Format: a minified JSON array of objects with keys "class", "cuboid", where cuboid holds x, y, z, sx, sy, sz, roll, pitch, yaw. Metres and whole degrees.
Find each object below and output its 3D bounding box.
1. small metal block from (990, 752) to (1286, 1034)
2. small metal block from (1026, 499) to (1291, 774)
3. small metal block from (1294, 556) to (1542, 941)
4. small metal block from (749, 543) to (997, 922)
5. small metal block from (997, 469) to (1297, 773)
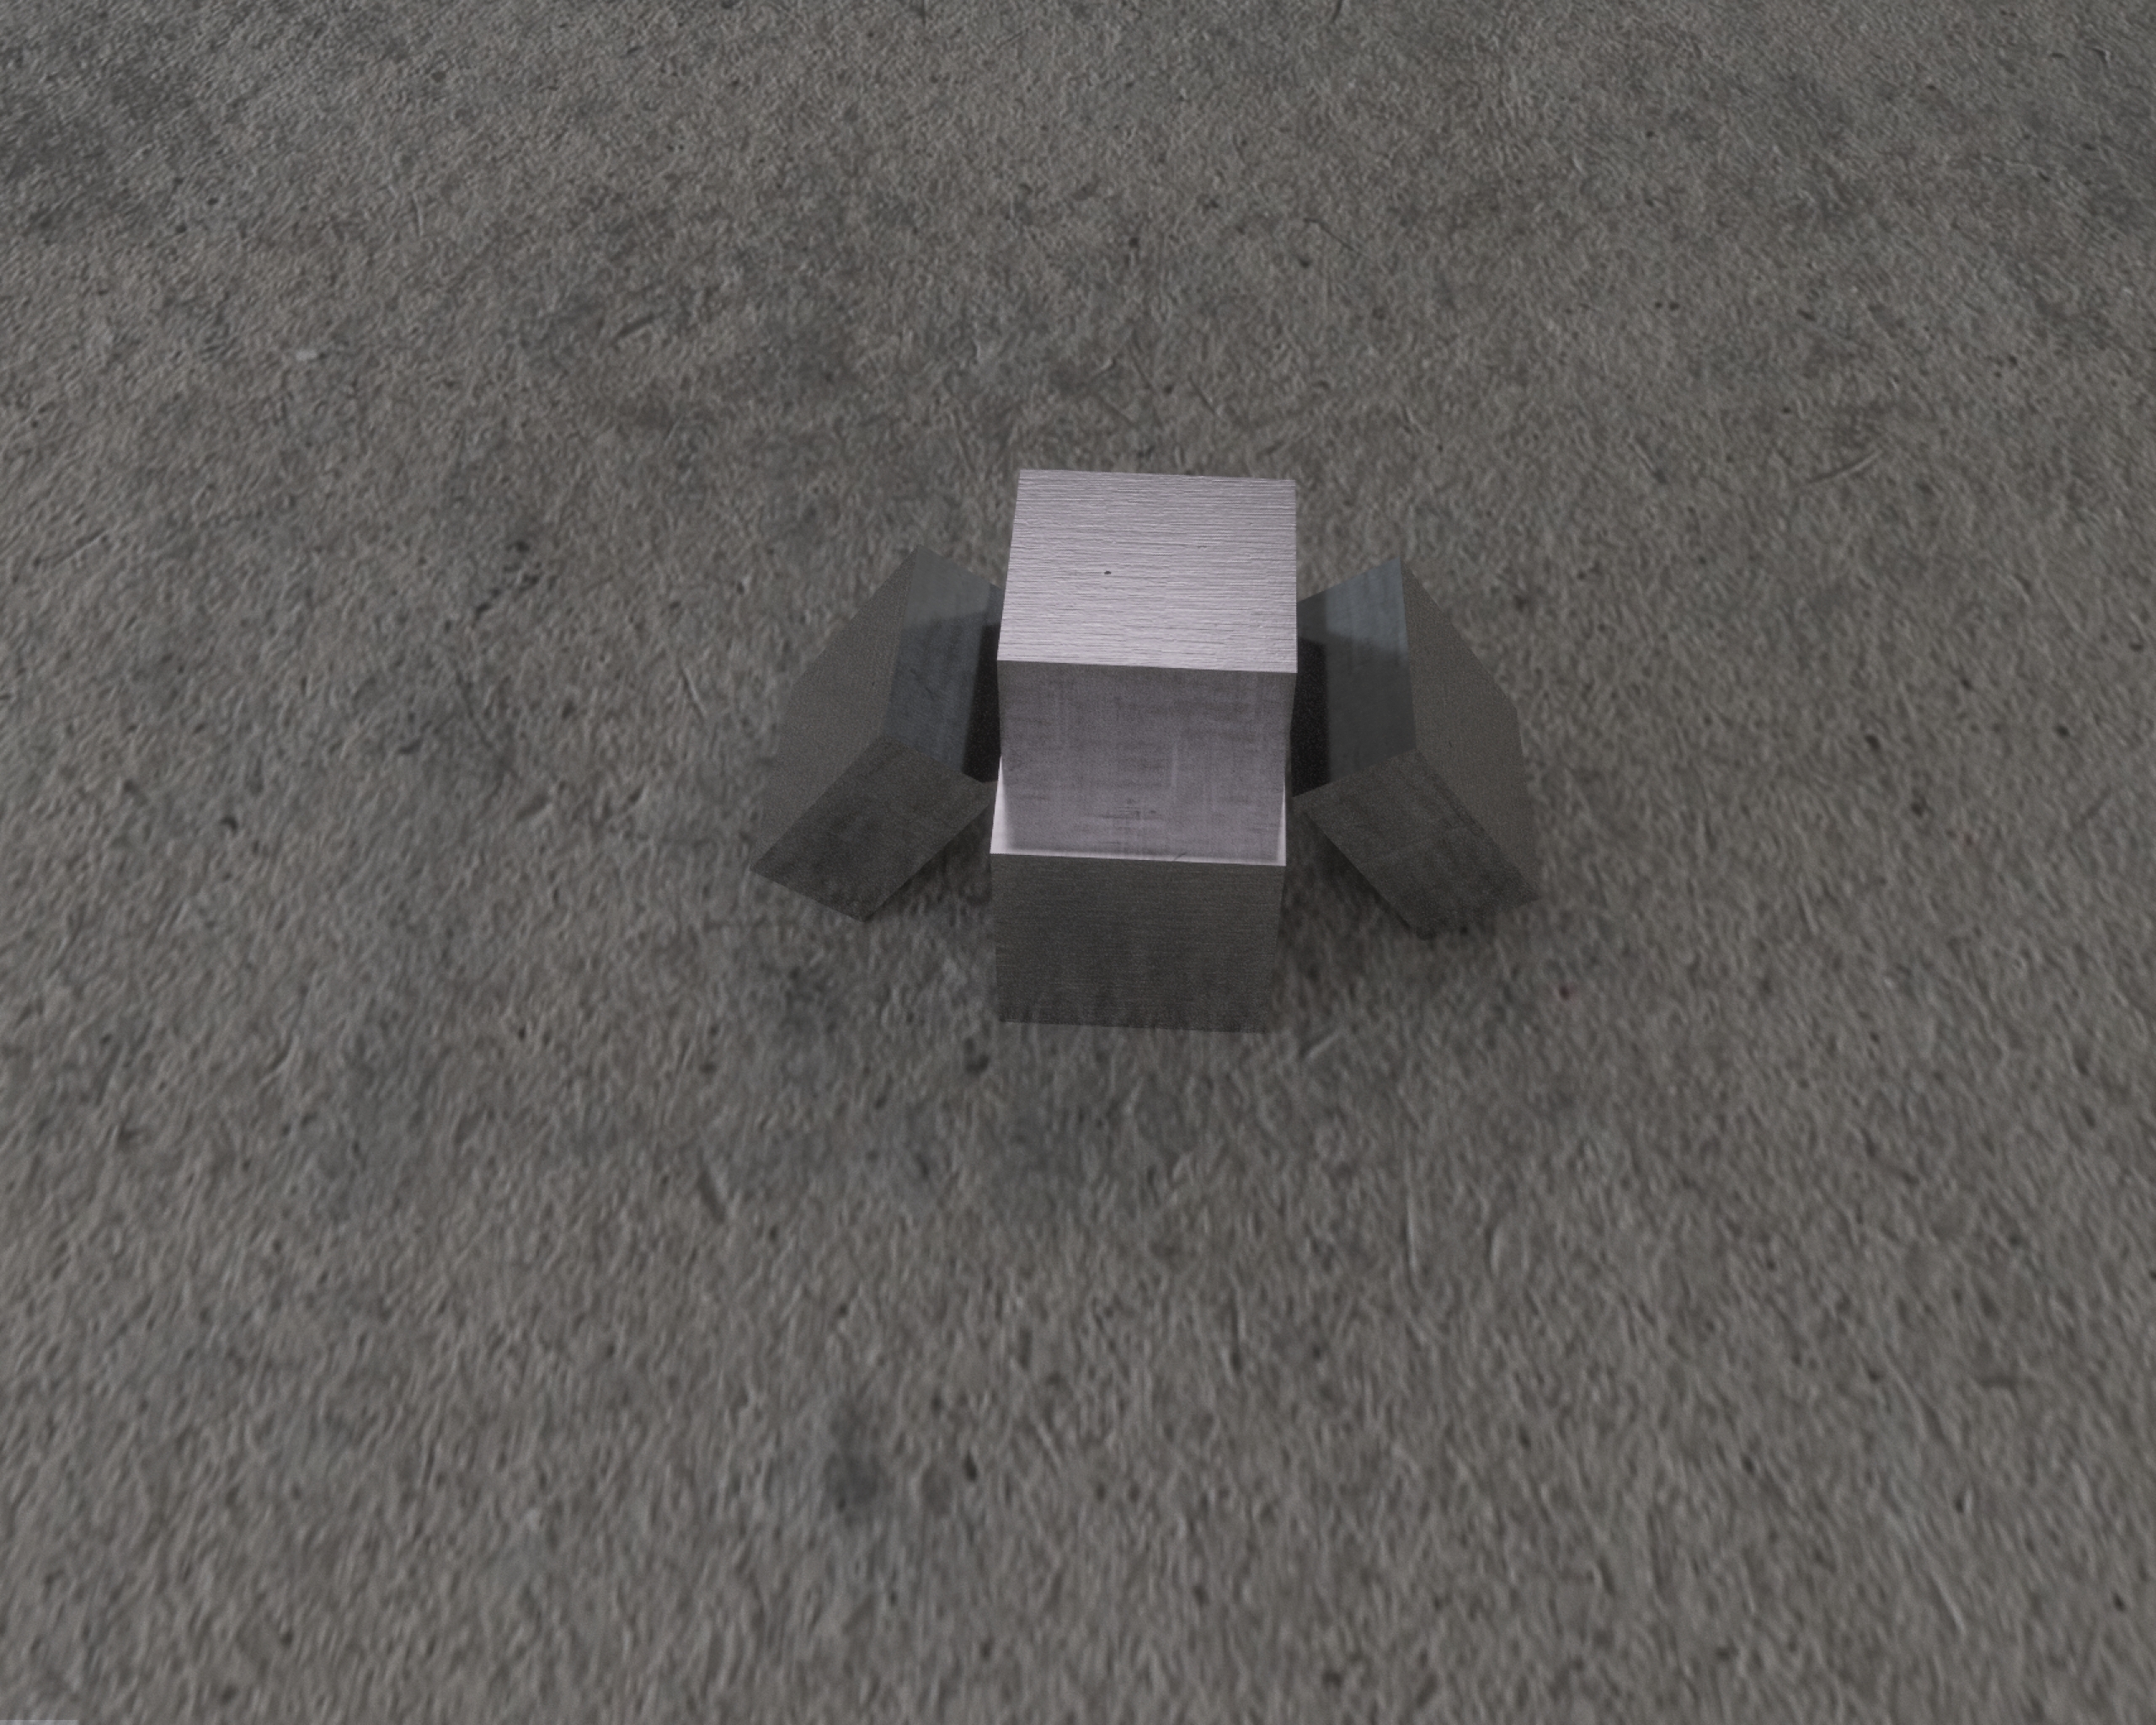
[{"class":"small metal block","cuboid":[0.011,0.006,0.382,0.050,0.050,0.025,2,50,2]},{"class":"small metal block","cuboid":[0.016,-0.046,0.425,0.050,0.050,0.025,4,50,3]},{"class":"small metal block","cuboid":[0.064,-0.022,0.402,0.025,0.050,0.050,-23,44,27]},{"class":"small metal block","cuboid":[-0.036,-0.025,0.404,0.025,0.050,0.050,27,46,-24]},{"class":"small metal block","cuboid":[0.013,-0.044,0.375,0.050,0.025,0.050,3,50,2]}]
